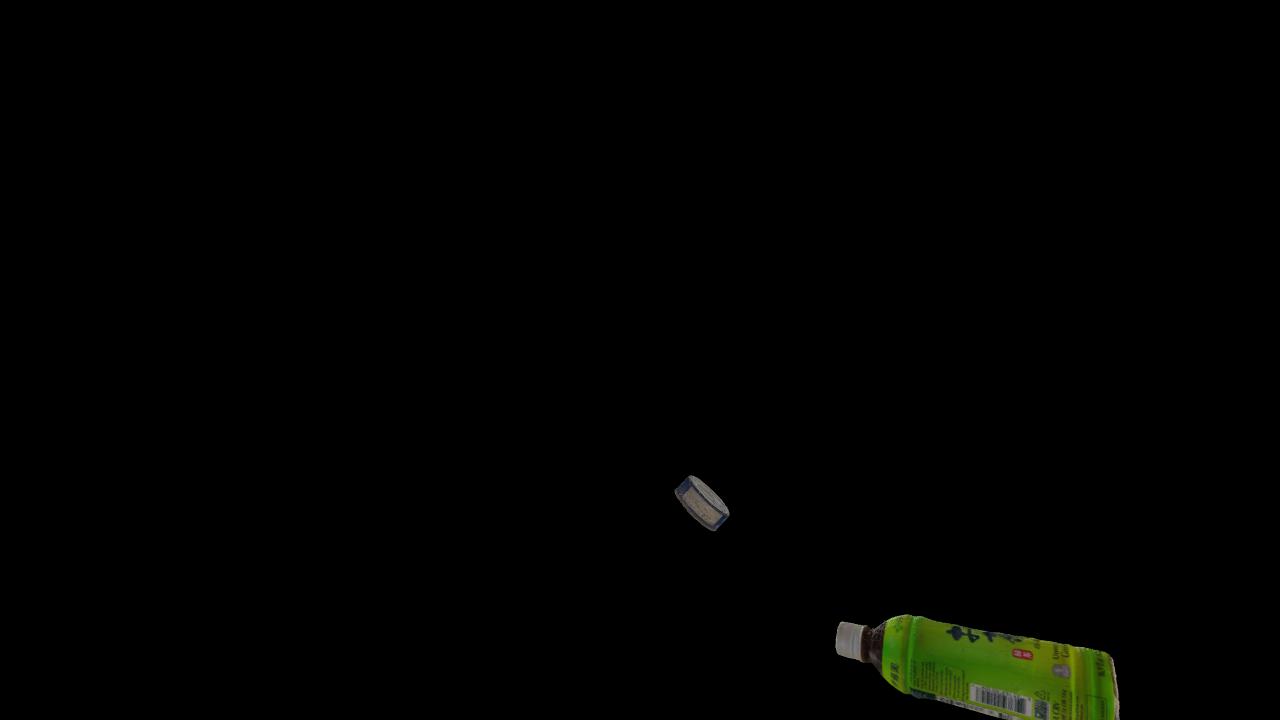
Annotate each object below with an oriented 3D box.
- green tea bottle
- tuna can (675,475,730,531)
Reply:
[{"bbox_3d":[0.280,0.266,0.533,0.212,0.073,0.073,0,0,30],"label":"green tea bottle"},{"bbox_3d":[0.093,0.211,0.911,0.084,0.034,0.084,42,5,-5],"label":"tuna can"}]
